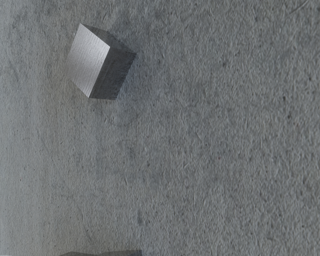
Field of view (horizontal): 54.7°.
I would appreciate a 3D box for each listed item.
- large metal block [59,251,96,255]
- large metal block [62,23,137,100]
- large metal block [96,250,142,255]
[{"bbox_3d":[-0.140,0.253,0.504,0.080,0.050,0.080,-13,82,39],"label":"large metal block"},{"bbox_3d":[-0.093,-0.098,0.465,0.080,0.050,0.080,43,116,31],"label":"large metal block"},{"bbox_3d":[-0.064,0.224,0.441,0.080,0.050,0.080,-21,77,38],"label":"large metal block"}]
